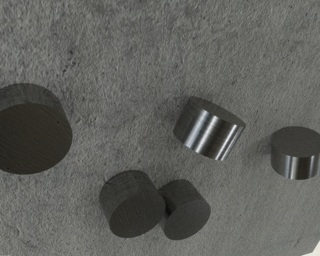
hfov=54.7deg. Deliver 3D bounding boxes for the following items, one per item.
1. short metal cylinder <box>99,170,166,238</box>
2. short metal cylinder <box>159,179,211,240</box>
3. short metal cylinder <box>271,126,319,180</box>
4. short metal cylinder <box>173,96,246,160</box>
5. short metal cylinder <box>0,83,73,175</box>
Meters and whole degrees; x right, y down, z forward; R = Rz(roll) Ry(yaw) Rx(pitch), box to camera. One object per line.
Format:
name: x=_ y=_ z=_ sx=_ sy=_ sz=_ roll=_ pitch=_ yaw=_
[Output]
short metal cylinder: x=-0.039 y=0.106 z=0.435 sx=0.081 sy=0.050 sz=0.079 roll=-14 pitch=124 yaw=-21
short metal cylinder: x=0.032 y=0.128 z=0.487 sx=0.081 sy=0.050 sz=0.079 roll=-14 pitch=124 yaw=-21
short metal cylinder: x=0.230 y=0.041 z=0.522 sx=0.081 sy=0.080 sz=0.050 roll=-23 pitch=127 yaw=-15
short metal cylinder: x=0.064 y=-0.001 z=0.405 sx=0.081 sy=0.080 sz=0.050 roll=14 pitch=111 yaw=-34
short metal cylinder: x=-0.136 y=0.000 z=0.317 sx=0.081 sy=0.050 sz=0.079 roll=-14 pitch=124 yaw=-21
